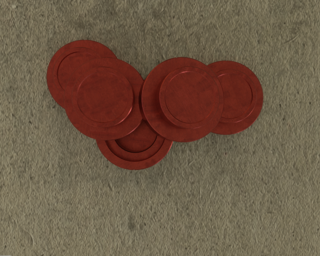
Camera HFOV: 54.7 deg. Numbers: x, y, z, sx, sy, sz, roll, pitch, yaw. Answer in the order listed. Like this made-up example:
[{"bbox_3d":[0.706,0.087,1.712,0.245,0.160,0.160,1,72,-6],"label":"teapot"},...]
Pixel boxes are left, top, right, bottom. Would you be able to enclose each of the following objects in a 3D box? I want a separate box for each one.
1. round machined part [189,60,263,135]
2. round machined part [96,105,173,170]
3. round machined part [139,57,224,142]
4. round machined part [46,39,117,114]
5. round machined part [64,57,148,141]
[{"bbox_3d":[0.086,-0.040,0.403,0.099,0.042,0.097,0,90,-1],"label":"round machined part"},{"bbox_3d":[-0.031,0.003,0.402,0.099,0.042,0.097,0,90,-1],"label":"round machined part"},{"bbox_3d":[0.028,-0.033,0.351,0.099,0.042,0.097,0,89,-14],"label":"round machined part"},{"bbox_3d":[-0.098,-0.066,0.401,0.099,0.042,0.097,0,90,-1],"label":"round machined part"},{"bbox_3d":[-0.063,-0.034,0.359,0.099,0.042,0.097,0,90,-1],"label":"round machined part"}]
